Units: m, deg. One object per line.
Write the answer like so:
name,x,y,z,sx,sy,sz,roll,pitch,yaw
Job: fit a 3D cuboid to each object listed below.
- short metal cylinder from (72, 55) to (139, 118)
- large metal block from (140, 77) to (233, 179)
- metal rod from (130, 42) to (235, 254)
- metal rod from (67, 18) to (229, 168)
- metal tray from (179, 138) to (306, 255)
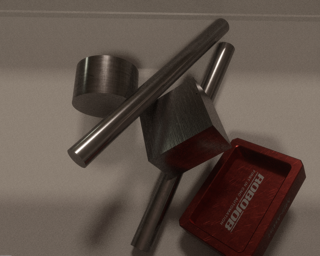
short metal cylinder,-0.069,-0.050,0.398,0.081,0.080,0.050,1,70,0
large metal block,0.027,0.000,0.366,0.080,0.050,0.080,-31,45,17
metal rod,0.037,0.011,0.406,0.025,0.025,0.300,23,71,7
metal rod,0.005,-0.062,0.389,0.025,0.025,0.301,36,57,12
metal tray,0.094,0.081,0.355,0.090,0.030,0.130,22,68,41
